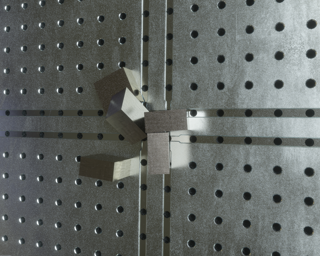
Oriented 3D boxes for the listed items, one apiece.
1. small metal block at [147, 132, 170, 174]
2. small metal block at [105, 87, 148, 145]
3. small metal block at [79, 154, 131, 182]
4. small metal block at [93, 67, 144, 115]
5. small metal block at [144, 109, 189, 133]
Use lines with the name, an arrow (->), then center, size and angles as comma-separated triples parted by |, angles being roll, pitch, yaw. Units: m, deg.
small metal block -> -0.001, 0.031, 0.396 | 0.025, 0.050, 0.050 | -2, 90, 2
small metal block -> -0.039, -0.015, 0.393 | 0.025, 0.050, 0.050 | -29, 122, 23
small metal block -> -0.074, 0.053, 0.424 | 0.050, 0.050, 0.025 | 7, 93, 19
small metal block -> -0.057, -0.050, 0.432 | 0.050, 0.025, 0.050 | -25, 82, 18
small metal block -> 0.010, -0.008, 0.390 | 0.050, 0.050, 0.025 | -4, 89, 8
